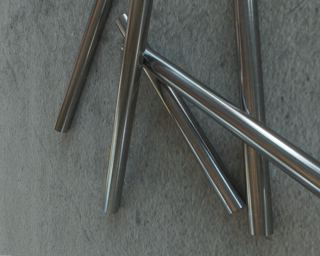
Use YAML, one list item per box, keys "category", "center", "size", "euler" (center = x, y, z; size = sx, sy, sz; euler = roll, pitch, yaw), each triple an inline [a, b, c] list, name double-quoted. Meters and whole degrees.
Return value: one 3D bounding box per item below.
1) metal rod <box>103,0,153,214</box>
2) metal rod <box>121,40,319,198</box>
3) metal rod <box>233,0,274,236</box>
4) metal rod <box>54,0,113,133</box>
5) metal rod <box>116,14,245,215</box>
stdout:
- category: "metal rod"
  center: [-0.046, -0.010, 0.398]
  size: [0.025, 0.025, 0.298]
  euler: [32, 123, 35]
- category: "metal rod"
  center: [0.056, -0.024, 0.323]
  size: [0.300, 0.025, 0.025]
  euler: [41, 115, 32]
- category: "metal rod"
  center: [0.095, -0.042, 0.325]
  size: [0.025, 0.025, 0.298]
  euler: [-5, 87, 39]
- category: "metal rod"
  center: [-0.117, -0.127, 0.498]
  size: [0.025, 0.025, 0.298]
  euler: [37, 112, 33]
- category: "metal rod"
  center: [0.017, -0.033, 0.389]
  size: [0.025, 0.025, 0.299]
  euler: [-43, 64, 31]
